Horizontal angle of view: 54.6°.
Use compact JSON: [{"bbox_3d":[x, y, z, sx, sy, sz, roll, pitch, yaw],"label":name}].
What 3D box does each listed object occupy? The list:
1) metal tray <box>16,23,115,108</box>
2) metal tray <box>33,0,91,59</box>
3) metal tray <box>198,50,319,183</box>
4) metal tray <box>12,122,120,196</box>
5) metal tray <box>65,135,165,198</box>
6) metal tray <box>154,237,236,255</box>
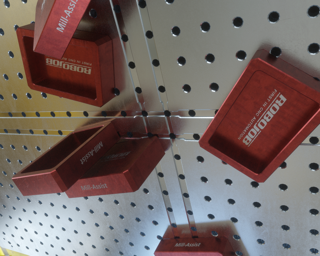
[{"bbox_3d":[-0.127,-0.086,0.422,0.130,0.030,0.089,15,125,19],"label":"metal tray"},{"bbox_3d":[-0.100,-0.150,0.332,0.030,0.090,0.129,13,139,-33],"label":"metal tray"},{"bbox_3d":[0.111,-0.008,0.344,0.090,0.030,0.129,32,129,7],"label":"metal tray"},{"bbox_3d":[-0.127,0.041,0.436,0.090,0.131,0.030,-12,112,33],"label":"metal tray"},{"bbox_3d":[-0.068,0.055,0.439,0.130,0.090,0.030,-13,112,33],"label":"metal tray"},{"bbox_3d":[0.065,0.227,0.515,0.130,0.030,0.090,-16,110,34],"label":"metal tray"}]
